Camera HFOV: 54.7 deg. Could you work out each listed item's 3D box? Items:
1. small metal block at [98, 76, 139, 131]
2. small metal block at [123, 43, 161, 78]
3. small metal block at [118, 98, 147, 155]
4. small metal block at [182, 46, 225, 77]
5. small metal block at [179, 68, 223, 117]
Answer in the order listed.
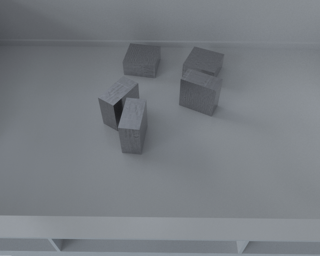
[{"bbox_3d":[-0.053,-0.033,0.416,0.025,0.050,0.050,28,55,21],"label":"small metal block"},{"bbox_3d":[-0.028,-0.108,0.496,0.050,0.025,0.050,8,50,6],"label":"small metal block"},{"bbox_3d":[-0.033,-0.002,0.390,0.025,0.050,0.050,6,50,5],"label":"small metal block"},{"bbox_3d":[0.068,-0.098,0.488,0.050,0.025,0.050,19,53,15],"label":"small metal block"},{"bbox_3d":[0.056,-0.049,0.430,0.050,0.050,0.025,21,54,17],"label":"small metal block"}]
